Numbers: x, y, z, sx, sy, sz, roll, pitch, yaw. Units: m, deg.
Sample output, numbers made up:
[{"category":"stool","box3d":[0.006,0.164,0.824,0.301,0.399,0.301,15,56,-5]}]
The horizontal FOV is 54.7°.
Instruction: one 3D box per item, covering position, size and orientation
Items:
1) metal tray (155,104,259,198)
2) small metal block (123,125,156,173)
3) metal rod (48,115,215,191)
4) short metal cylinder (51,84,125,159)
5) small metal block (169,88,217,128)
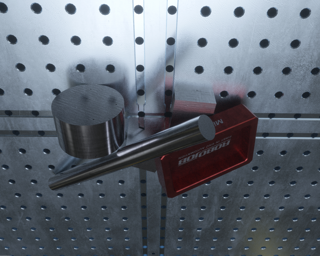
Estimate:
[{"category":"metal tray","box3d":[0.059,0.031,0.399,0.131,0.030,0.090,-22,136,-12]},{"category":"small metal block","box3d":[-0.025,0.028,0.419,0.050,0.050,0.025,18,128,-15]},{"category":"metal rod","box3d":[-0.060,0.043,0.385,0.299,0.025,0.025,-23,129,42]},{"category":"short metal cylinder","box3d":[-0.082,-0.009,0.367,0.081,0.080,0.050,2,130,-2]},{"category":"small metal block","box3d":[0.040,-0.021,0.395,0.050,0.025,0.050,5,130,-5]}]
